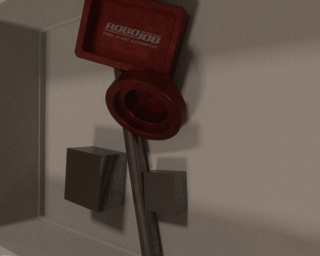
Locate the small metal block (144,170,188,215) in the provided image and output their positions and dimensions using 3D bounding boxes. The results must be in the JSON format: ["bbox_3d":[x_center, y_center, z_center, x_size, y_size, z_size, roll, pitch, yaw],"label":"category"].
[{"bbox_3d":[0.007,0.081,0.399,0.050,0.025,0.050,-3,88,39],"label":"small metal block"}]

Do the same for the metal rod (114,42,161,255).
[{"bbox_3d":[-0.036,0.025,0.434,0.025,0.025,0.298,-16,80,38],"label":"metal rod"}]

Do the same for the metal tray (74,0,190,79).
[{"bbox_3d":[-0.037,-0.119,0.397,0.130,0.030,0.089,18,103,12],"label":"metal tray"}]

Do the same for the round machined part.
[{"bbox_3d":[-0.013,-0.033,0.383,0.098,0.042,0.097,16,141,14],"label":"round machined part"}]

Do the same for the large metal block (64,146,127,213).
[{"bbox_3d":[-0.098,0.073,0.469,0.080,0.050,0.079,7,94,39],"label":"large metal block"}]
